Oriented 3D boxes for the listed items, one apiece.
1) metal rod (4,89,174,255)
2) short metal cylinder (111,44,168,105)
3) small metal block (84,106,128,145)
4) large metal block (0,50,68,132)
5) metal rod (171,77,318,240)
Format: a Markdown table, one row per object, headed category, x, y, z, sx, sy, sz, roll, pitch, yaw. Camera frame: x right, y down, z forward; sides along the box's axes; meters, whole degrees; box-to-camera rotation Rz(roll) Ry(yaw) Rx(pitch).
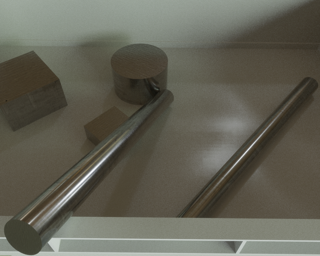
| category | x | y | z | sx | sy | sz | roll | pitch | yaw |
| --- | --- | --- | --- | --- | --- | --- | --- | --- | --- |
| metal rod | -0.035 | 0.009 | 0.311 | 0.025 | 0.025 | 0.301 | 15 | 24 | 12 |
| short metal cylinder | -0.029 | -0.080 | 0.455 | 0.081 | 0.050 | 0.080 | 0 | 50 | 0 |
| small metal block | -0.061 | 0.005 | 0.400 | 0.050 | 0.025 | 0.050 | 37 | 59 | 27 |
| large metal block | -0.190 | -0.054 | 0.431 | 0.081 | 0.050 | 0.080 | -32 | 57 | -24 |
| metal rod | 0.122 | 0.020 | 0.389 | 0.025 | 0.025 | 0.302 | 35 | 58 | 25 |
